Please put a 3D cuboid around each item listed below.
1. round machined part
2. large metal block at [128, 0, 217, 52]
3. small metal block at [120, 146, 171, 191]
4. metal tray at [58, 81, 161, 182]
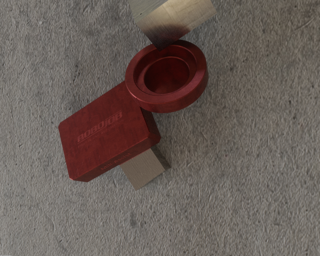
[{"bbox_3d":[0.010,-0.059,0.381,0.098,0.042,0.098,-7,59,12],"label":"round machined part"},{"bbox_3d":[0.010,-0.153,0.373,0.080,0.050,0.080,-31,49,16],"label":"large metal block"},{"bbox_3d":[-0.022,0.048,0.416,0.050,0.025,0.050,-38,78,16],"label":"small metal block"},{"bbox_3d":[-0.072,0.005,0.415,0.130,0.030,0.090,-30,63,18],"label":"metal tray"}]
